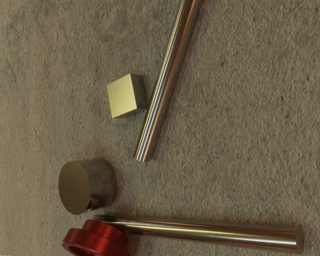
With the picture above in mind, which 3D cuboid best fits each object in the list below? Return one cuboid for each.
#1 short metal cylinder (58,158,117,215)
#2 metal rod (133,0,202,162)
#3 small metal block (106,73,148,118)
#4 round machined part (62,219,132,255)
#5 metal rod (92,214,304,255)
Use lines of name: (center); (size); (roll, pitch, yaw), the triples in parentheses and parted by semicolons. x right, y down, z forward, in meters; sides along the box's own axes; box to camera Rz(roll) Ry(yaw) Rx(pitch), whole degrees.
short metal cylinder: (-0.112, 0.088, 0.478); (0.080, 0.050, 0.079); (0, 90, 39)
metal rod: (0.019, -0.096, 0.387); (0.025, 0.025, 0.298); (28, 107, 36)
small metal block: (-0.046, -0.044, 0.441); (0.050, 0.025, 0.050); (-18, 79, 38)
round machined part: (-0.084, 0.164, 0.438); (0.098, 0.098, 0.042); (-10, 43, 39)
metal rod: (0.018, 0.127, 0.388); (0.300, 0.025, 0.025); (-10, 84, 39)
